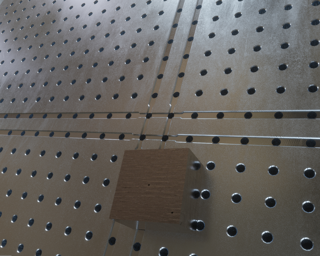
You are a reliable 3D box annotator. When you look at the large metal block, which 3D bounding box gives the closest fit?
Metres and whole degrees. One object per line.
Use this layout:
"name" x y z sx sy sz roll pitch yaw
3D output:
"large metal block" -0.001 0.070 0.349 0.080 0.050 0.080 -4 60 26
